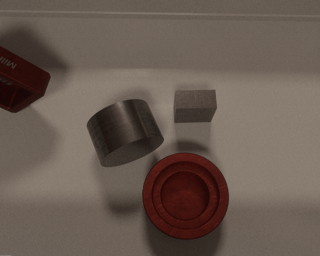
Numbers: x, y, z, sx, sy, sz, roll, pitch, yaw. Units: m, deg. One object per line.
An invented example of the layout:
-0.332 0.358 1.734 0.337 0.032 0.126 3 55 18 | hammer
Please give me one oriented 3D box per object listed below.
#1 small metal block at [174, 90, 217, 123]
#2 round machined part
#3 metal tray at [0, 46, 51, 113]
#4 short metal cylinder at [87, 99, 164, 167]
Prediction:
0.045 -0.027 0.407 0.050 0.050 0.025 -2 70 -1 | small metal block
0.029 0.082 0.371 0.099 0.042 0.098 0 70 -1 | round machined part
-0.210 -0.068 0.361 0.131 0.090 0.030 30 57 -37 | metal tray
-0.042 0.008 0.377 0.080 0.080 0.050 -22 72 -8 | short metal cylinder
